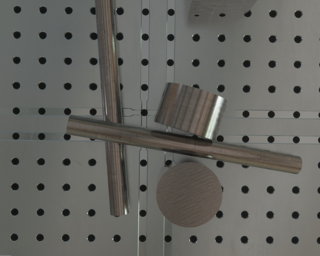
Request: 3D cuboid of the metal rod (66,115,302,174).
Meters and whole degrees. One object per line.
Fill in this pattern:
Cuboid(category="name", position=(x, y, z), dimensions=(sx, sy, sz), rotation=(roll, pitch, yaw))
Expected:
Cuboid(category="metal rod", position=(0.036, 0.023, 0.397), dimensions=(0.302, 0.025, 0.025), rotation=(10, 90, -7))

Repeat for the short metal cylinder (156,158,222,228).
Cuboid(category="short metal cylinder", position=(0.036, 0.081, 0.401), dimensions=(0.081, 0.050, 0.079), rotation=(0, 90, 0))

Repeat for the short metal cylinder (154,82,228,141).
Cuboid(category="short metal cylinder", position=(0.038, -0.020, 0.386), dimensions=(0.080, 0.080, 0.050), rotation=(18, 90, 0))

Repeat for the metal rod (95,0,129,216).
Cuboid(category="metal rod", position=(-0.064, -0.035, 0.412), dimensions=(0.025, 0.025, 0.298), rotation=(-4, 90, 0))

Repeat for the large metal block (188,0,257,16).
Cuboid(category="large metal block", position=(0.078, -0.195, 0.401), dimensions=(0.081, 0.050, 0.079), rotation=(-1, 90, 0))
